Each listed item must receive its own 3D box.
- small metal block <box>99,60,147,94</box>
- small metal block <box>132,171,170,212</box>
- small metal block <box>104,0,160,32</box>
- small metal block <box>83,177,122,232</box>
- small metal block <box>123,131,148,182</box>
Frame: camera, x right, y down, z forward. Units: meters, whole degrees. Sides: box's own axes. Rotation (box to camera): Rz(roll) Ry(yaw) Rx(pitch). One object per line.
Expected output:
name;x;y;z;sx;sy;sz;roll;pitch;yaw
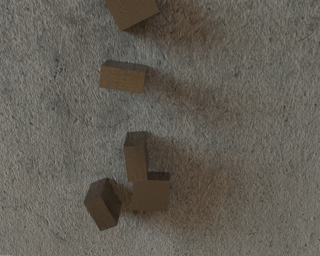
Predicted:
small metal block;-0.043;-0.063;0.373;0.050;0.050;0.025;8;110;-3
small metal block;-0.013;0.090;0.443;0.050;0.025;0.050;3;110;-1
small metal block;-0.034;-0.146;0.356;0.050;0.025;0.050;-24;109;8
small metal block;-0.079;0.106;0.435;0.025;0.050;0.050;-22;109;8
small metal block;-0.030;0.037;0.410;0.025;0.050;0.050;-4;110;1
